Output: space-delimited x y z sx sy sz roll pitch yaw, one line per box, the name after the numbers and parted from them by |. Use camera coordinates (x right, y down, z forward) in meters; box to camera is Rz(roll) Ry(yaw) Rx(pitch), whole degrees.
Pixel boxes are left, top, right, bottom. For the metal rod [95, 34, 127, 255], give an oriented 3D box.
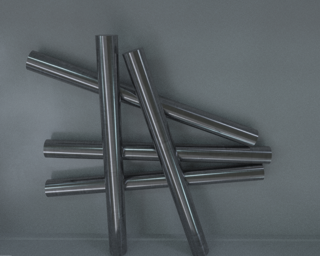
-0.060 0.037 0.395 0.025 0.025 0.298 0 110 -1 | metal rod

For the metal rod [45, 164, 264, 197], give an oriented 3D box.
-0.008 0.073 0.437 0.302 0.025 0.025 -5 110 1 | metal rod

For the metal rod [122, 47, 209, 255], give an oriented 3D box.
0.014 0.046 0.400 0.025 0.025 0.298 -17 110 6 | metal rod

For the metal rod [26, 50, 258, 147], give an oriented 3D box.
-0.016 -0.034 0.396 0.302 0.025 0.025 19 109 -8 | metal rod

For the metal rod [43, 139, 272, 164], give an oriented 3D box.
-0.002 0.032 0.421 0.302 0.025 0.025 2 110 -1 | metal rod
